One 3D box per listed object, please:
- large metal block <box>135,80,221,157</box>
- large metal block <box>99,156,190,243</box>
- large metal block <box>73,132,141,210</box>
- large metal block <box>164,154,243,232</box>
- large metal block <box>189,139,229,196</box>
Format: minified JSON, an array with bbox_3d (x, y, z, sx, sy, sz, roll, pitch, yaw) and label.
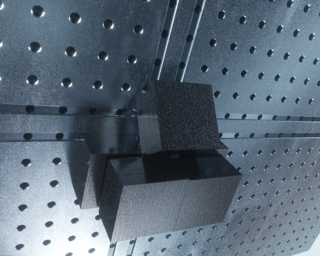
[{"bbox_3d":[0.021,-0.009,0.376,0.081,0.050,0.080,0,76,-29],"label":"large metal block"},{"bbox_3d":[-0.021,0.081,0.367,0.081,0.050,0.079,0,119,-29],"label":"large metal block"},{"bbox_3d":[-0.061,0.052,0.396,0.081,0.050,0.079,1,118,-30],"label":"large metal block"},{"bbox_3d":[0.050,0.083,0.408,0.081,0.050,0.079,0,119,-29],"label":"large metal block"},{"bbox_3d":[0.043,0.053,0.452,0.081,0.050,0.079,-1,119,-28],"label":"large metal block"}]
